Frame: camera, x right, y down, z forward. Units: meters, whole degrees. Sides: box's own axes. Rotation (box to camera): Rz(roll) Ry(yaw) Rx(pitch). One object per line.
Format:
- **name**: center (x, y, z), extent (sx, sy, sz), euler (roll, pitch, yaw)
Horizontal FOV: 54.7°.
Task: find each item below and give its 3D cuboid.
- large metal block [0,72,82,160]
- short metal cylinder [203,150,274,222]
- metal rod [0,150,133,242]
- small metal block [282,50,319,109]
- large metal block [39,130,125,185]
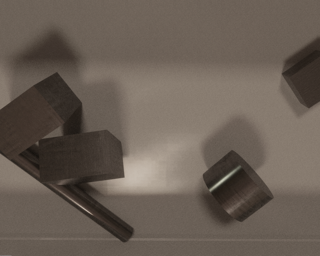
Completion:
- **large metal block**: center (-0.151, -0.018, 0.373), extent (0.080, 0.080, 0.050), euler (-33, 107, 11)
- **short metal cylinder**: center (0.103, 0.076, 0.412), extent (0.050, 0.080, 0.080), euler (-43, 105, 14)
- **metal rod**: center (-0.158, 0.067, 0.433), extent (0.300, 0.025, 0.025), euler (41, 105, -14)
- **small metal block**: center (0.193, -0.062, 0.391), extent (0.050, 0.025, 0.050), euler (-36, 107, 12)
- **large metal block**: center (-0.094, 0.040, 0.388), extent (0.080, 0.080, 0.050), euler (-8, 77, 2)
